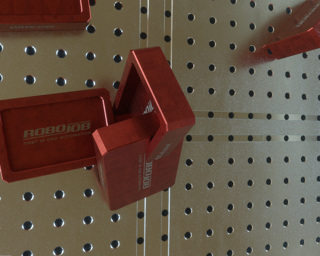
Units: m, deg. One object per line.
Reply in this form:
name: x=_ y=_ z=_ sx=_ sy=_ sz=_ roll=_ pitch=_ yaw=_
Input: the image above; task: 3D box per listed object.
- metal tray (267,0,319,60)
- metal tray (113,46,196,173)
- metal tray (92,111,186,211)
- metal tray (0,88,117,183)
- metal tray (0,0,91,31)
metal tray: x=0.235 y=-0.163 z=0.466 sx=0.130 sy=0.090 sz=0.030 roll=-46 pitch=105 yaw=-14
metal tray: x=-0.015 y=-0.013 z=0.337 sx=0.030 sy=0.129 sz=0.090 roll=-15 pitch=69 yaw=-25
metal tray: x=-0.023 y=0.040 z=0.356 sx=0.091 sy=0.129 sz=0.030 roll=-19 pitch=55 yaw=-19
metal tray: x=-0.120 y=0.005 z=0.365 sx=0.131 sy=0.030 sz=0.089 roll=-10 pitch=94 yaw=-20
metal tray: x=-0.152 y=-0.160 z=0.353 sx=0.131 sy=0.030 sz=0.089 roll=-8 pitch=93 yaw=-20
